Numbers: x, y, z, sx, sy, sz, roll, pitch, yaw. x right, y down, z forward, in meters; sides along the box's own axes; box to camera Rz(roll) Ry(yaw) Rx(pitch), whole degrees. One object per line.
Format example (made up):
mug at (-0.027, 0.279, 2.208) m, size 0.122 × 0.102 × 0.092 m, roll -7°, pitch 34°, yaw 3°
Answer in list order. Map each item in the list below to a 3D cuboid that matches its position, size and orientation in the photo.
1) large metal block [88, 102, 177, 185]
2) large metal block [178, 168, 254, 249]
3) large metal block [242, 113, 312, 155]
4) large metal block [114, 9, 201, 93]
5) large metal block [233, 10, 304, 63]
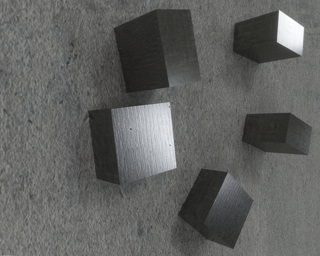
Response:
large metal block at (-0.031, 0.014, 0.362) m, size 0.081 × 0.050 × 0.079 m, roll -10°, pitch 97°, yaw -40°
large metal block at (0.085, 0.118, 0.460) m, size 0.080 × 0.050 × 0.080 m, roll 46°, pitch 62°, yaw -30°
large metal block at (0.204, 0.011, 0.539) m, size 0.080 × 0.080 × 0.050 m, roll 22°, pitch 76°, yaw -38°
large metal block at (-0.004, -0.088, 0.365) m, size 0.050 × 0.080 × 0.079 m, roll -17°, pitch 101°, yaw -39°
large metal block at (0.182, -0.149, 0.521) m, size 0.081 × 0.080 × 0.050 m, roll 9°, pitch 85°, yaw -40°
